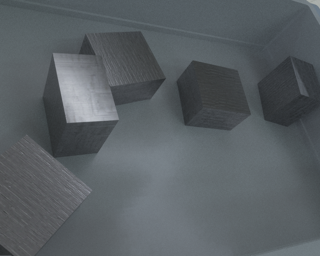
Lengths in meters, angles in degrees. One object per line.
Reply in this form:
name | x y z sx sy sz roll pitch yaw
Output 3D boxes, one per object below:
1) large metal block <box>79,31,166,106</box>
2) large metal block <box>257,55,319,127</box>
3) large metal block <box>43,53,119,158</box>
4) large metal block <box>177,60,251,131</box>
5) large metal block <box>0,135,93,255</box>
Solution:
large metal block | -0.052 -0.078 0.409 0.081 0.050 0.080 -15 69 -34
large metal block | 0.218 -0.060 0.524 0.050 0.080 0.080 14 56 -21
large metal block | -0.090 -0.023 0.336 0.050 0.080 0.080 -4 64 -30
large metal block | 0.078 -0.046 0.459 0.081 0.050 0.080 6 59 -25
large metal block | -0.124 0.067 0.282 0.080 0.050 0.080 41 51 -1
